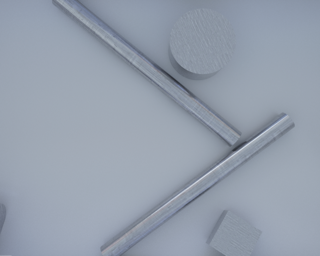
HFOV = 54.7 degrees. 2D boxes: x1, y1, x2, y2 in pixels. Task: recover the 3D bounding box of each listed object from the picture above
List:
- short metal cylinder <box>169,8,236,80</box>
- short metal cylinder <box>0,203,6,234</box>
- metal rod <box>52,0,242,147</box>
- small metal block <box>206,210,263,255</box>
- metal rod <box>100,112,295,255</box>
[{"bbox_3d":[0.052,-0.105,0.400,0.081,0.050,0.079,0,90,-1],"label":"short metal cylinder"},{"bbox_3d":[-0.237,0.125,0.381,0.050,0.080,0.080,18,90,0],"label":"short metal cylinder"},{"bbox_3d":[-0.017,-0.079,0.411,0.300,0.025,0.025,39,90,-1],"label":"metal rod"},{"bbox_3d":[0.096,0.143,0.405,0.050,0.025,0.050,32,77,6],"label":"small metal block"},{"bbox_3d":[0.050,0.078,0.412,0.301,0.025,0.025,-36,90,-1],"label":"metal rod"}]
